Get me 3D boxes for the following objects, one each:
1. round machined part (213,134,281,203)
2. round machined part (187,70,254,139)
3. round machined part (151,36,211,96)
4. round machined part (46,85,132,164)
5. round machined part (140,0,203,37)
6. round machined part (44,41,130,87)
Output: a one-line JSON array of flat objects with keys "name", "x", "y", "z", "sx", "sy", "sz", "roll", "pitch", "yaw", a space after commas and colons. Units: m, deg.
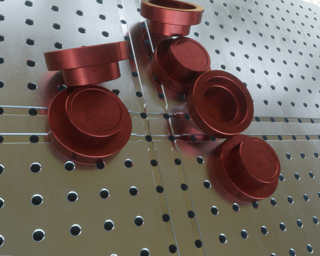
[{"name": "round machined part", "x": 0.128, "y": 0.051, "z": 0.434, "sx": 0.099, "sy": 0.042, "sz": 0.098, "roll": 14, "pitch": 56, "yaw": -21}, {"name": "round machined part", "x": 0.083, "y": -0.031, "z": 0.449, "sx": 0.099, "sy": 0.042, "sz": 0.098, "roll": 8, "pitch": 69, "yaw": -20}, {"name": "round machined part", "x": 0.039, "y": -0.102, "z": 0.479, "sx": 0.099, "sy": 0.042, "sz": 0.098, "roll": 13, "pitch": 56, "yaw": -21}, {"name": "round machined part", "x": -0.079, "y": -0.011, "z": 0.361, "sx": 0.099, "sy": 0.042, "sz": 0.098, "roll": 13, "pitch": 56, "yaw": -21}, {"name": "round machined part", "x": 0.017, "y": -0.176, "z": 0.495, "sx": 0.099, "sy": 0.042, "sz": 0.098, "roll": 6, "pitch": 31, "yaw": -3}, {"name": "round machined part", "x": -0.085, "y": -0.077, "z": 0.375, "sx": 0.099, "sy": 0.098, "sz": 0.042, "roll": -21, "pitch": 110, "yaw": -36}]
